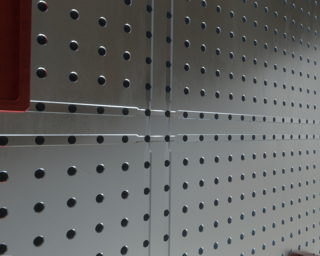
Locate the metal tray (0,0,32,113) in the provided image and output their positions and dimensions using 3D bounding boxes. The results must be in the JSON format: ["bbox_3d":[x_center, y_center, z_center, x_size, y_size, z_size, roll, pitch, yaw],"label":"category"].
[{"bbox_3d":[-0.163,-0.079,0.268,0.091,0.030,0.129,1,89,-40],"label":"metal tray"}]
